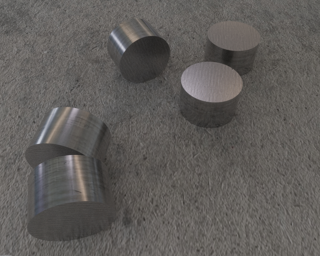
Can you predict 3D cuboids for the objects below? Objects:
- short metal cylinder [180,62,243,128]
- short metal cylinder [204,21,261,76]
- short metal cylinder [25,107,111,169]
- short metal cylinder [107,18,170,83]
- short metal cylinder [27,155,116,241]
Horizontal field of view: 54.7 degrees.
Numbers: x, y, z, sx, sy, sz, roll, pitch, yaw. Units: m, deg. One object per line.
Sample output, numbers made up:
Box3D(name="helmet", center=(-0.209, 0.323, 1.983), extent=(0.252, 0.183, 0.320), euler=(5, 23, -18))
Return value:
Box3D(name="short metal cylinder", center=(0.068, -0.046, 0.426), extent=(0.080, 0.050, 0.080), euler=(0, 50, 0))
Box3D(name="short metal cylinder", center=(0.113, -0.126, 0.494), extent=(0.080, 0.050, 0.080), euler=(0, 50, 0))
Box3D(name="short metal cylinder", center=(-0.101, 0.022, 0.348), extent=(0.080, 0.080, 0.050), euler=(7, 51, 5))
Box3D(name="short metal cylinder", center=(-0.032, -0.115, 0.464), extent=(0.081, 0.080, 0.050), euler=(-21, 53, -17))
Box3D(name="short metal cylinder", center=(-0.088, 0.071, 0.307), extent=(0.081, 0.080, 0.050), euler=(-11, 51, -9))
